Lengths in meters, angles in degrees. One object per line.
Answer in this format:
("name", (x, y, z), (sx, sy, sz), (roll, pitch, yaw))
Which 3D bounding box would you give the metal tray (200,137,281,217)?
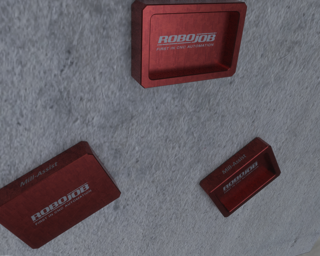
("metal tray", (0.142, 0.087, 0.537), (0.130, 0.030, 0.090), (-38, 130, -3))

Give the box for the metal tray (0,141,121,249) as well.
("metal tray", (-0.126, 0.085, 0.388), (0.131, 0.030, 0.090), (-32, 129, -8))

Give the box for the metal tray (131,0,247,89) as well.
("metal tray", (0.033, -0.100, 0.361), (0.131, 0.030, 0.089), (-11, 123, -23))
